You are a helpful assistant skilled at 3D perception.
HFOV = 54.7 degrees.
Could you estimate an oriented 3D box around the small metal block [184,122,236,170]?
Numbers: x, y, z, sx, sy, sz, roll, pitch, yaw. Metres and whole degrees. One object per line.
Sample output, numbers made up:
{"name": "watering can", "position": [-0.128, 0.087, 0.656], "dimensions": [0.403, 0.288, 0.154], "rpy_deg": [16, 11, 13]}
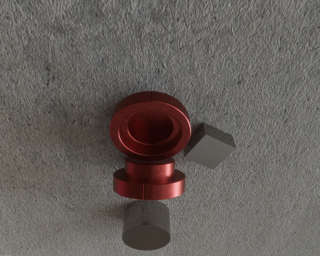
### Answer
{"name": "small metal block", "position": [0.068, 0.026, 0.431], "dimensions": [0.050, 0.025, 0.050], "rpy_deg": [24, 126, -20]}

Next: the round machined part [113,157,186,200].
{"name": "round machined part", "position": [-0.014, 0.062, 0.424], "dimensions": [0.099, 0.098, 0.042], "rpy_deg": [2, 96, -2]}

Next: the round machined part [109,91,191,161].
{"name": "round machined part", "position": [-0.012, -0.007, 0.390], "dimensions": [0.099, 0.042, 0.097], "rpy_deg": [-1, 130, 0]}

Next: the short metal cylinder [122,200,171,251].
{"name": "short metal cylinder", "position": [-0.023, 0.168, 0.533], "dimensions": [0.081, 0.050, 0.079], "rpy_deg": [0, 130, 0]}
